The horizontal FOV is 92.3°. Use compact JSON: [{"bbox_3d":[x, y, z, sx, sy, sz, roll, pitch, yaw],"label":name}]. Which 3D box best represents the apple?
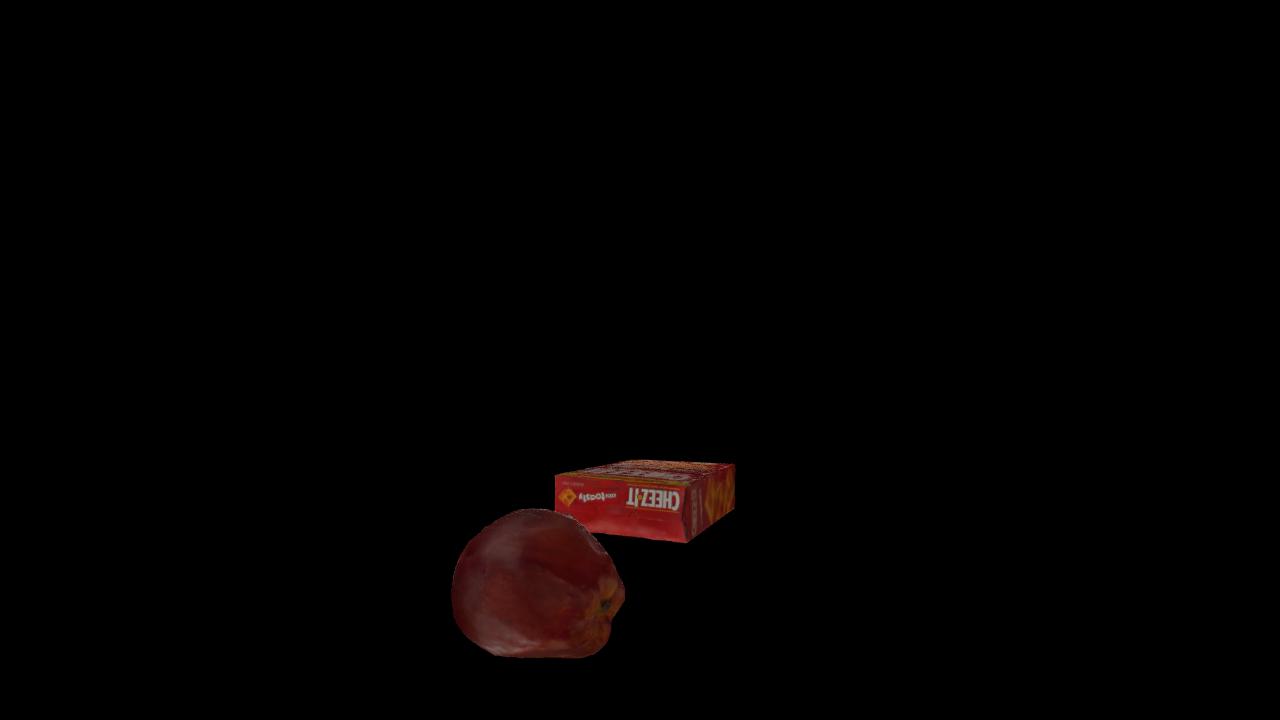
[{"bbox_3d":[-0.056,0.123,0.338,0.093,0.079,0.079,3,1,32],"label":"apple"}]

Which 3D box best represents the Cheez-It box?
[{"bbox_3d":[0.015,0.170,0.778,0.166,0.071,0.223,-1,-4,23],"label":"Cheez-It box"}]
